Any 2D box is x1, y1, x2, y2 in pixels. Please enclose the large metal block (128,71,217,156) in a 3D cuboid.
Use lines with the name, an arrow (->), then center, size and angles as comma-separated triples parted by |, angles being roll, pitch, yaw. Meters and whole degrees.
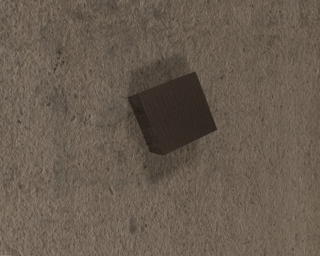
large metal block -> 0.016, -0.019, 0.403 | 0.081, 0.050, 0.080 | -24, 98, -19
